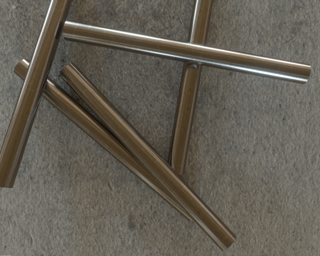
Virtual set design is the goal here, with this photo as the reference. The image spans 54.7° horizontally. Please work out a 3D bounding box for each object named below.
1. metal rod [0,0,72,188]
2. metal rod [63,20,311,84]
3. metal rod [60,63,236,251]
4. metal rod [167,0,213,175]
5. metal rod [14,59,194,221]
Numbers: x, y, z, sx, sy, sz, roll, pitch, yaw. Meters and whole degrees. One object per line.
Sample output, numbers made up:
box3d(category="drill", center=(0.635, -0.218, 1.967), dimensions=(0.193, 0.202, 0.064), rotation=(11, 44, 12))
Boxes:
box3d(category="metal rod", center=(-0.149, -0.076, 0.384), dimensions=(0.025, 0.025, 0.299), rotation=(14, 81, -1))
box3d(category="metal rod", center=(0.031, -0.094, 0.384), dimensions=(0.302, 0.025, 0.025), rotation=(11, 90, 2))
box3d(category="metal rod", center=(-0.019, 0.032, 0.392), dimensions=(0.025, 0.025, 0.300), rotation=(-43, 84, 0))
box3d(category="metal rod", center=(0.044, -0.088, 0.410), dimensions=(0.025, 0.025, 0.298), rotation=(10, 90, -1))
box3d(category="metal rod", center=(-0.068, 0.016, 0.409), dimensions=(0.300, 0.025, 0.025), rotation=(40, 90, -1))
